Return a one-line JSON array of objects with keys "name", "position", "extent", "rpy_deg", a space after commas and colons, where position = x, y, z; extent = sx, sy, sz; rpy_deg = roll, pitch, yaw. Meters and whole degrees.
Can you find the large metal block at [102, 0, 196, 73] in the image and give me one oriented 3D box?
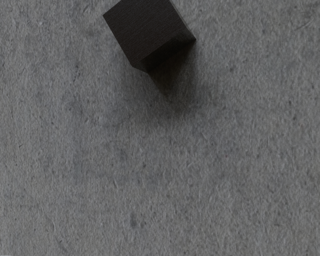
[{"name": "large metal block", "position": [-0.013, -0.130, 0.399], "extent": [0.080, 0.050, 0.080], "rpy_deg": [-32, 80, 17]}]
